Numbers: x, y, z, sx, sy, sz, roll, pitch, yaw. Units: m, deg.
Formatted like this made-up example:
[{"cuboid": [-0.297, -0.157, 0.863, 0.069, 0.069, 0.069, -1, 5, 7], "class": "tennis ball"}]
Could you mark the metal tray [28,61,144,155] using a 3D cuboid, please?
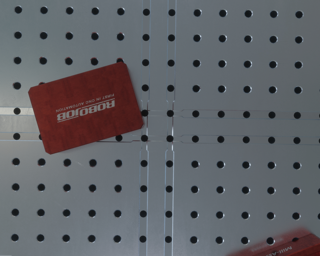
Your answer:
[{"cuboid": [-0.095, -0.026, 0.410, 0.131, 0.030, 0.090, -16, 90, 0], "class": "metal tray"}]

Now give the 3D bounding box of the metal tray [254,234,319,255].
[{"cuboid": [0.169, 0.209, 0.411, 0.131, 0.030, 0.090, -21, 90, 0], "class": "metal tray"}]
